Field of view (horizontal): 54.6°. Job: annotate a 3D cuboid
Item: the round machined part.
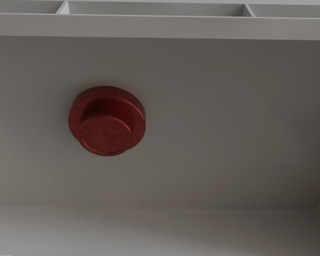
[{"bbox_3d":[-0.068,-0.001,0.396,0.099,0.042,0.097,0,130,0],"label":"round machined part"}]
